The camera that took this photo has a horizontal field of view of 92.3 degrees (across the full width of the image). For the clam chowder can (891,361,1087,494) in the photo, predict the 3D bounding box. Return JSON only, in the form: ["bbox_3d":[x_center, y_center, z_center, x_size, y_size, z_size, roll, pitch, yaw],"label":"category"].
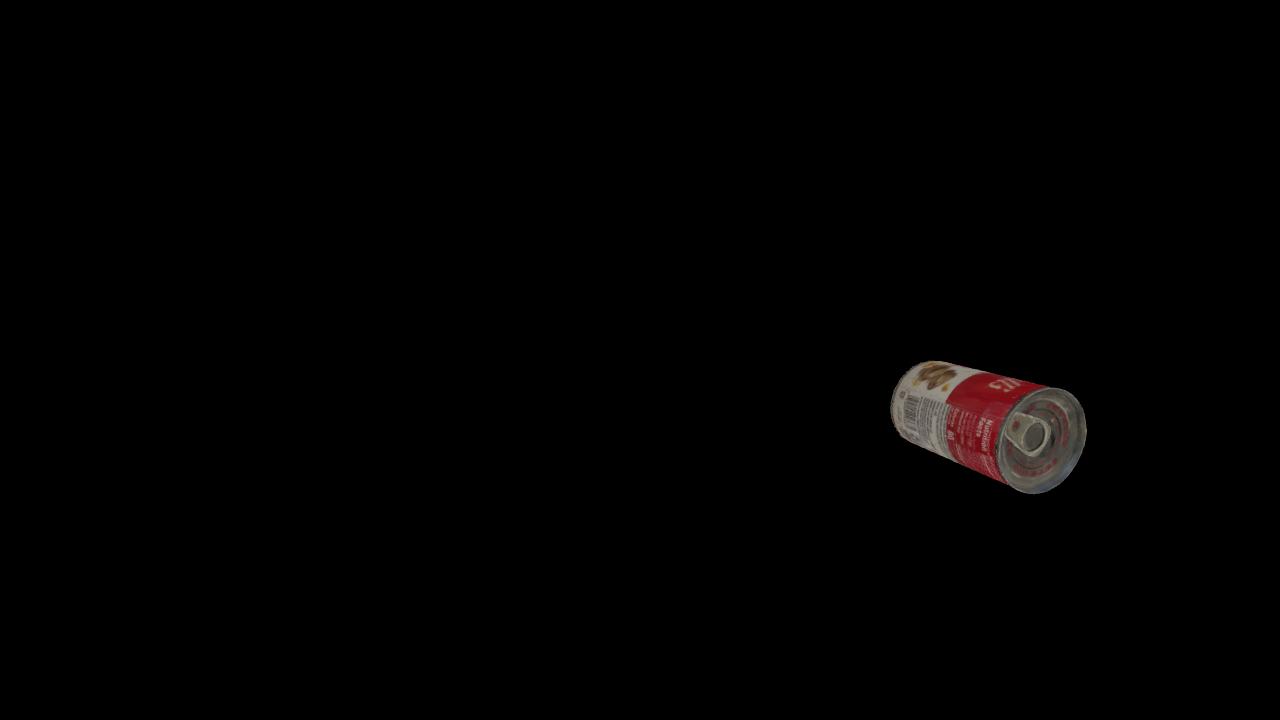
[{"bbox_3d":[0.231,0.041,0.420,0.068,0.068,0.102,0,10,-16],"label":"clam chowder can"}]
